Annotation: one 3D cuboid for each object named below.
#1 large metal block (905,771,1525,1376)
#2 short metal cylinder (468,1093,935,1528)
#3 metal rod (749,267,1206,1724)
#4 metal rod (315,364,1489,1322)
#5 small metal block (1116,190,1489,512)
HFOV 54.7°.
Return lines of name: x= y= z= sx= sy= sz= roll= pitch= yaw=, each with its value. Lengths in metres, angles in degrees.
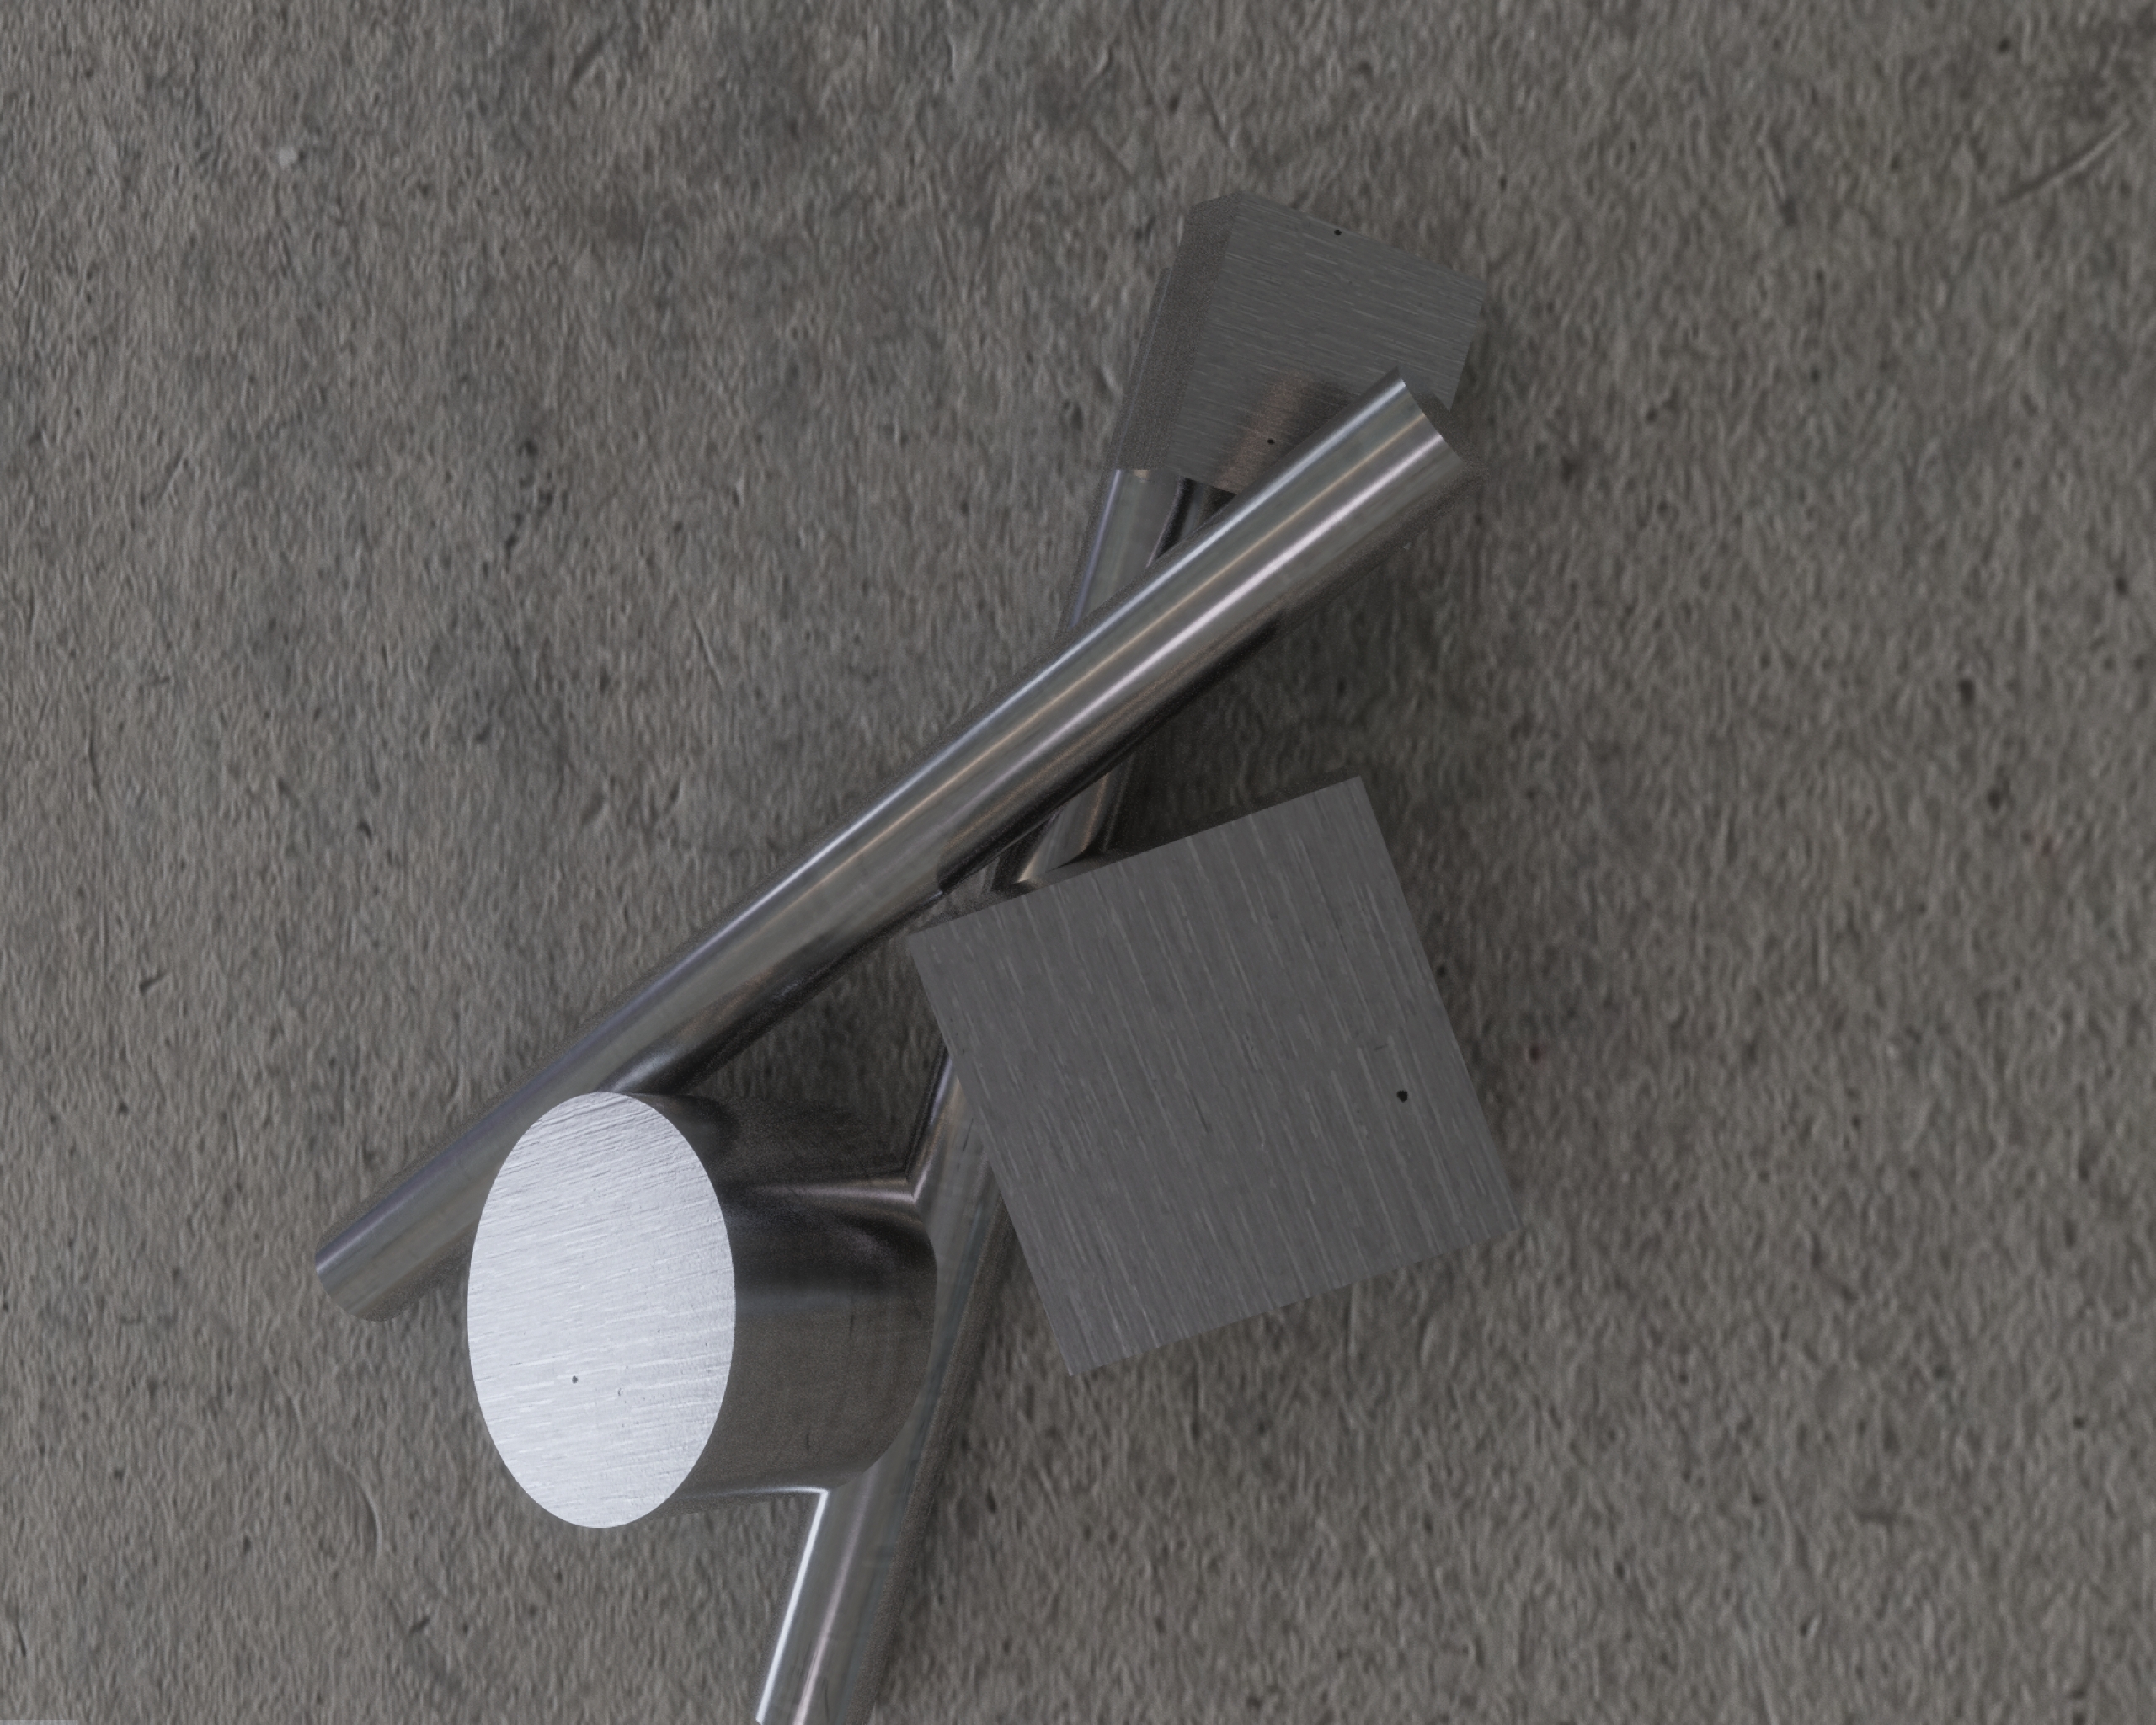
large metal block: x=0.025 y=0.034 z=0.372 sx=0.080 sy=0.050 sz=0.080 roll=-20 pitch=93 yaw=6
short metal cylinder: x=-0.075 y=0.086 z=0.410 sx=0.080 sy=0.050 sz=0.080 roll=-7 pitch=79 yaw=39
metal rod: x=-0.014 y=0.033 z=0.414 sx=0.025 sy=0.025 sz=0.298 roll=18 pitch=96 yaw=19
metal rod: x=-0.049 y=0.009 z=0.409 sx=0.299 sy=0.025 sz=0.025 roll=-37 pitch=78 yaw=23
small metal block: x=0.041 y=-0.089 z=0.382 sx=0.050 sy=0.025 sz=0.050 roll=14 pitch=96 yaw=-21
